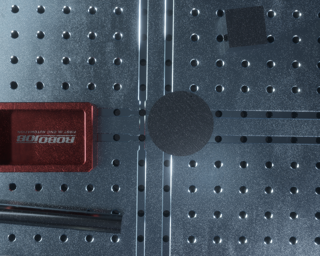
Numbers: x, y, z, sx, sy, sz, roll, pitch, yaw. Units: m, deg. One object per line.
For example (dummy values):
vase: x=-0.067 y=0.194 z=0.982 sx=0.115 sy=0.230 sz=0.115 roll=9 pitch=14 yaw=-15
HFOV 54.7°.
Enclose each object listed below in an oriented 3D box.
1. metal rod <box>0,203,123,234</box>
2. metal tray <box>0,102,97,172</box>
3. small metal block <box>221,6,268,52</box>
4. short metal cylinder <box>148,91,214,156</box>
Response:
metal rod: x=-0.201 y=0.114 z=0.410 sx=0.302 sy=0.025 sz=0.025 roll=5 pitch=90 yaw=-1
metal tray: x=-0.151 y=0.012 z=0.408 sx=0.131 sy=0.030 sz=0.089 roll=0 pitch=90 yaw=-1
small metal block: x=0.112 y=-0.132 z=0.415 sx=0.050 sy=0.025 sz=0.050 roll=-7 pitch=90 yaw=-1
short metal cylinder: x=0.025 y=-0.005 z=0.401 sx=0.081 sy=0.050 sz=0.079 roll=0 pitch=90 yaw=-1
